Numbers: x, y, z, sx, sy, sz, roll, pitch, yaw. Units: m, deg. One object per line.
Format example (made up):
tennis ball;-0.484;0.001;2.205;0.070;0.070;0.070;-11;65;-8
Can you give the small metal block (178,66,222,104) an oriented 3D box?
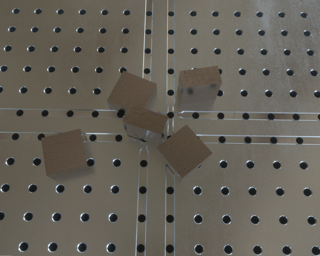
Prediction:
small metal block;0.052;-0.057;0.420;0.050;0.050;0.025;-9;70;-3

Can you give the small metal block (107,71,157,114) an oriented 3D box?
small metal block;-0.038;-0.044;0.428;0.050;0.025;0.050;23;72;8

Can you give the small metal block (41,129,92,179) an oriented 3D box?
small metal block;-0.120;0.034;0.399;0.050;0.025;0.050;-14;71;-5

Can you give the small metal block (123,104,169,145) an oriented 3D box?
small metal block;-0.017;-0.002;0.399;0.050;0.050;0.025;18;71;6

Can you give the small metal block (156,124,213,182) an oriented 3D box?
small metal block;0.031;0.032;0.400;0.050;0.025;0.050;-37;74;-13
